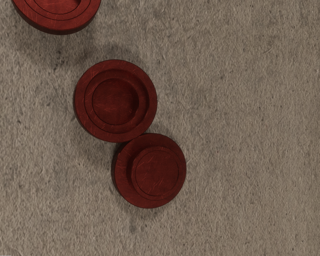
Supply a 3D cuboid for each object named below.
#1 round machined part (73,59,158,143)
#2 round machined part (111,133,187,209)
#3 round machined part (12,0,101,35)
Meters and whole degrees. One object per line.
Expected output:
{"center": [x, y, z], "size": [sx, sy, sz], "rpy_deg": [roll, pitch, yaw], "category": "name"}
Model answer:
{"center": [-0.056, -0.031, 0.380], "size": [0.099, 0.042, 0.097], "rpy_deg": [0, 90, -21], "category": "round machined part"}
{"center": [-0.010, 0.055, 0.397], "size": [0.099, 0.042, 0.097], "rpy_deg": [0, 90, -21], "category": "round machined part"}
{"center": [-0.119, -0.155, 0.356], "size": [0.099, 0.042, 0.097], "rpy_deg": [0, 90, -21], "category": "round machined part"}
